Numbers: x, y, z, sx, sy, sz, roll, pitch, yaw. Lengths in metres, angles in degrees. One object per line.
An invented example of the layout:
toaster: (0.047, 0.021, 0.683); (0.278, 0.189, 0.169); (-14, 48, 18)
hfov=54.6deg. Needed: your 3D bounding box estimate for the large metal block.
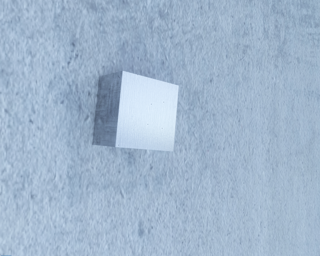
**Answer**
large metal block: (-0.028, -0.016, 0.364); (0.081, 0.050, 0.080); (8, 85, -40)
